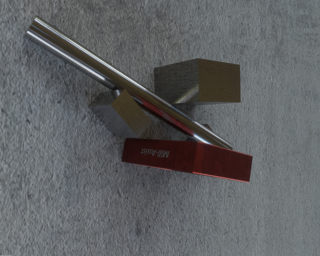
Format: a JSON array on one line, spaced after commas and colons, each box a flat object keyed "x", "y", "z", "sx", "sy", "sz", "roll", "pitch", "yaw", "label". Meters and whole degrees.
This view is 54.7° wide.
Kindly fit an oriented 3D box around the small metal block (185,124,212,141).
[{"x": 0.063, "y": 0.029, "z": 0.462, "sx": 0.050, "sy": 0.025, "sz": 0.050, "roll": 49, "pitch": 61, "yaw": -29, "label": "small metal block"}]

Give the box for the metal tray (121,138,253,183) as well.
[{"x": 0.028, "y": 0.036, "z": 0.363, "sx": 0.091, "sy": 0.130, "sz": 0.030, "roll": 16, "pitch": 80, "yaw": -39, "label": "metal tray"}]

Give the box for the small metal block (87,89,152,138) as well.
[{"x": -0.046, "y": -0.016, "z": 0.352, "sx": 0.050, "sy": 0.050, "sz": 0.025, "roll": 52, "pitch": 59, "yaw": -28, "label": "small metal block"}]

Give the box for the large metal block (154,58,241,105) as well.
[{"x": 0.049, "y": -0.057, "z": 0.412, "sx": 0.081, "sy": 0.080, "sz": 0.050, "roll": -3, "pitch": 92, "yaw": -40, "label": "large metal block"}]

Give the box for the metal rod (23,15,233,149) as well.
[{"x": -0.015, "y": -0.033, "z": 0.378, "sx": 0.301, "sy": 0.025, "sz": 0.025, "roll": 31, "pitch": 71, "yaw": -31, "label": "metal rod"}]
